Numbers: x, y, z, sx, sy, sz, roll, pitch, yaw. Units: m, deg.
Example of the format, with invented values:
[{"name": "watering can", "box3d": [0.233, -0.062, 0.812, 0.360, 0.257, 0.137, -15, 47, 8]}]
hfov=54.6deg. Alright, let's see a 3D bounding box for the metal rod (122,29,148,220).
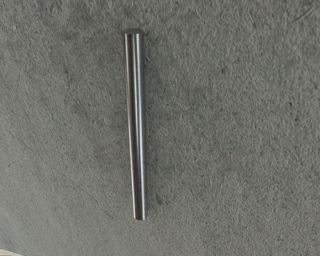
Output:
[{"name": "metal rod", "box3d": [-0.032, 0.016, 0.433, 0.025, 0.025, 0.298, 14, 124, 21]}]
